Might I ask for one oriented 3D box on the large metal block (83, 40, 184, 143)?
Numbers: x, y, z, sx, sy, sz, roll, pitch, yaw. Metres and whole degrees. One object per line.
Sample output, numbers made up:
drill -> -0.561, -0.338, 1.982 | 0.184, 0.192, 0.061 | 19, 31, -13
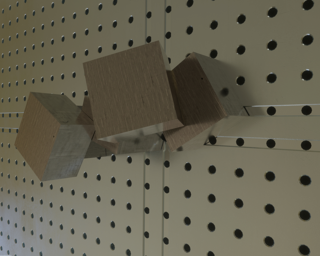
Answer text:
large metal block -> -0.026, -0.034, 0.323 | 0.080, 0.050, 0.080 | -14, 80, 9

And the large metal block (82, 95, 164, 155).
large metal block -> -0.048, -0.006, 0.410 | 0.080, 0.081, 0.050 | 24, 105, 37

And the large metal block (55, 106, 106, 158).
large metal block -> -0.134, 0.009, 0.481 | 0.050, 0.081, 0.080 | -8, 85, 39

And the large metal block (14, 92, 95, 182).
large metal block -> -0.136, 0.009, 0.397 | 0.080, 0.050, 0.079 | 38, 113, 33

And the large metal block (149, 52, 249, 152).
large metal block -> 0.040, -0.027, 0.358 | 0.080, 0.050, 0.080 | -37, 68, 33
